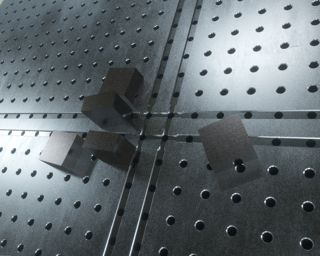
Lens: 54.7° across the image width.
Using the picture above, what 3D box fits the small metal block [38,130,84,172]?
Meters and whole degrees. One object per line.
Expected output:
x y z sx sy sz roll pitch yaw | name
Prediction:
-0.145 0.033 0.461 0.050 0.025 0.050 9 66 31 | small metal block

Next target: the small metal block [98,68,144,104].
-0.060 -0.065 0.478 0.050 0.025 0.050 6 65 30 | small metal block

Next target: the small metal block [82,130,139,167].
-0.064 0.027 0.408 0.050 0.050 0.025 5 64 30 | small metal block

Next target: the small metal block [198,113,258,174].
0.077 0.018 0.356 0.050 0.025 0.050 -23 53 13 | small metal block

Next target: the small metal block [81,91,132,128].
-0.076 -0.025 0.446 0.050 0.050 0.025 -8 58 23 | small metal block
